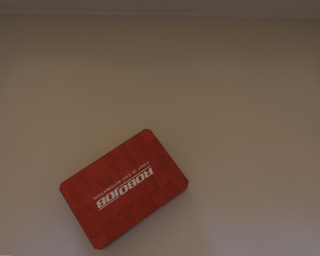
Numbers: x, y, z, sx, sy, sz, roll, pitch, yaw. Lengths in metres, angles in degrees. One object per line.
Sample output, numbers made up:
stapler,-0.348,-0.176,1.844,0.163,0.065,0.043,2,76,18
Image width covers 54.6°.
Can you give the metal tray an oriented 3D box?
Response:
metal tray,-0.042,0.072,0.380,0.131,0.030,0.090,-33,74,-12
